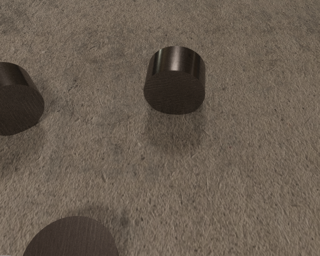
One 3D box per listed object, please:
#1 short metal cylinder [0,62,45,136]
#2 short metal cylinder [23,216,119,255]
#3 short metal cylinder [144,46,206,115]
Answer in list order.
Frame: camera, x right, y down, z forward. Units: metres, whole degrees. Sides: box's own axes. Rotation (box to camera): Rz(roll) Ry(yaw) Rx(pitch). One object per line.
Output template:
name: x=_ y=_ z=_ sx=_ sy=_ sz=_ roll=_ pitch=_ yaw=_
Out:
short metal cylinder: x=-0.197 y=-0.037 z=0.396 sx=0.081 sy=0.080 sz=0.050 roll=-27 pitch=55 yaw=-21
short metal cylinder: x=-0.076 y=0.128 z=0.279 sx=0.081 sy=0.050 sz=0.080 roll=0 pitch=50 yaw=0
short metal cylinder: x=0.021 y=-0.063 z=0.421 sx=0.080 sy=0.080 sz=0.050 roll=5 pitch=50 yaw=3
